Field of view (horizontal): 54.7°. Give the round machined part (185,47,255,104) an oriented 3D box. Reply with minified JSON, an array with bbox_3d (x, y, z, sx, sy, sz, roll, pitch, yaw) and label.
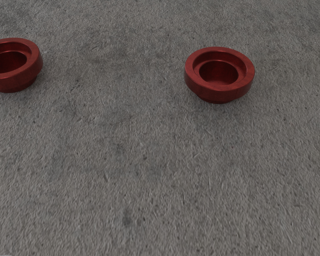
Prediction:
[{"bbox_3d":[0.085,-0.073,0.454,0.099,0.042,0.098,0,50,0],"label":"round machined part"}]

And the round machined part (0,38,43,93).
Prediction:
[{"bbox_3d":[-0.226,-0.090,0.466,0.099,0.042,0.098,0,50,0],"label":"round machined part"}]
